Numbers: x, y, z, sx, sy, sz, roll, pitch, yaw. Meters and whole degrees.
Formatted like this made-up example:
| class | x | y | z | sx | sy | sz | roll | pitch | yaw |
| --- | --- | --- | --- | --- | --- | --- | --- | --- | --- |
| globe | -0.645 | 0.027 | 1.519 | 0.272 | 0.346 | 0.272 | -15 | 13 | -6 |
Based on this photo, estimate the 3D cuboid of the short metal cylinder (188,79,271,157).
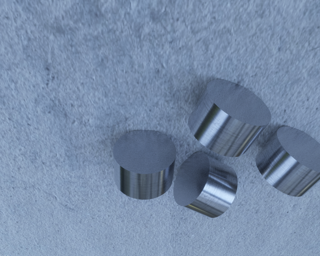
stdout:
| class | x | y | z | sx | sy | sz | roll | pitch | yaw |
| --- | --- | --- | --- | --- | --- | --- | --- | --- | --- |
| short metal cylinder | 0.080 | -0.012 | 0.362 | 0.081 | 0.080 | 0.050 | 16 | 128 | -14 |

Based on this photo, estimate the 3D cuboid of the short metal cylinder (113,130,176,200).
| class | x | y | z | sx | sy | sz | roll | pitch | yaw |
| --- | --- | --- | --- | --- | --- | --- | --- | --- | --- |
| short metal cylinder | -0.021 | 0.047 | 0.411 | 0.081 | 0.080 | 0.050 | 2 | 130 | -3 |

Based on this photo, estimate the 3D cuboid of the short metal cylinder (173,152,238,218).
| class | x | y | z | sx | sy | sz | roll | pitch | yaw |
| --- | --- | --- | --- | --- | --- | --- | --- | --- | --- |
| short metal cylinder | 0.063 | 0.081 | 0.441 | 0.050 | 0.080 | 0.080 | 28 | 125 | -22 |

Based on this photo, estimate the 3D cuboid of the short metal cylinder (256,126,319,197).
| class | x | y | z | sx | sy | sz | roll | pitch | yaw |
| --- | --- | --- | --- | --- | --- | --- | --- | --- | --- |
| short metal cylinder | 0.176 | 0.043 | 0.411 | 0.081 | 0.080 | 0.050 | 16 | 128 | -14 |
